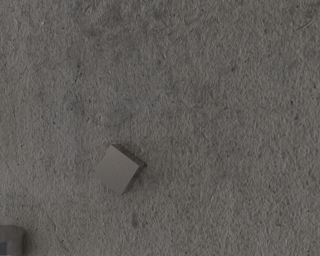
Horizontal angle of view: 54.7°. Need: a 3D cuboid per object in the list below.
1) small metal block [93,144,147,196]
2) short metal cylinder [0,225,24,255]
[{"bbox_3d":[-0.055,0.057,0.429,0.050,0.025,0.050,35,101,16],"label":"small metal block"},{"bbox_3d":[-0.251,0.185,0.468,0.080,0.080,0.050,3,91,20],"label":"short metal cylinder"}]
